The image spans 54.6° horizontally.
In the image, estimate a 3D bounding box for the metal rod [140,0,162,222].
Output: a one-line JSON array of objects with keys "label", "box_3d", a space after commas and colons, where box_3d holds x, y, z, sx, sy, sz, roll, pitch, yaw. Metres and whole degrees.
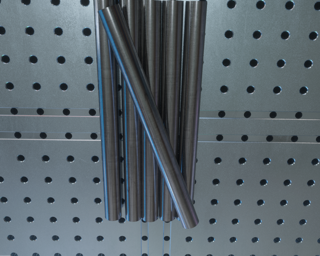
[{"label": "metal rod", "box_3d": [-0.013, -0.008, 0.409, 0.025, 0.025, 0.298, 1, 110, 0]}]

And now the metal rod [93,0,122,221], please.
[{"label": "metal rod", "box_3d": [-0.067, -0.010, 0.408, 0.025, 0.025, 0.298, 1, 110, 0]}]

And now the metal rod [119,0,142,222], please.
[{"label": "metal rod", "box_3d": [-0.037, -0.008, 0.409, 0.025, 0.025, 0.298, 1, 110, 0]}]

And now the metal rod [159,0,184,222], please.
[{"label": "metal rod", "box_3d": [0.013, -0.008, 0.411, 0.025, 0.025, 0.298, 1, 110, 0]}]

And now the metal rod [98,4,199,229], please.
[{"label": "metal rod", "box_3d": [-0.007, 0.001, 0.387, 0.025, 0.025, 0.299, -18, 109, 6]}]

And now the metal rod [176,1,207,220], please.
[{"label": "metal rod", "box_3d": [0.039, -0.007, 0.411, 0.025, 0.025, 0.298, 1, 110, -1]}]
